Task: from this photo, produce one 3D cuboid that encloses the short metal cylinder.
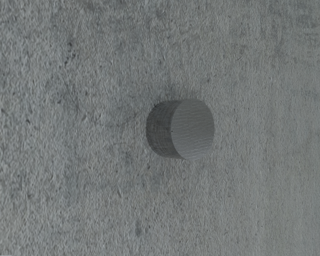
[{"bbox_3d":[0.028,0.002,0.415,0.081,0.050,0.079,0,90,-40],"label":"short metal cylinder"}]
